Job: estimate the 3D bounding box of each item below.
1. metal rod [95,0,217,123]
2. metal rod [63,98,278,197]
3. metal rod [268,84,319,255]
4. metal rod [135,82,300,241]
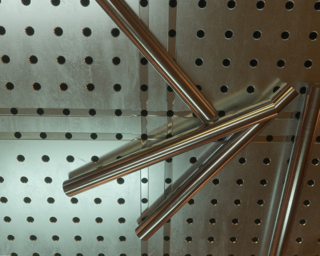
[{"bbox_3d":[-0.034,-0.121,0.368,0.025,0.025,0.300,-39,106,13],"label":"metal rod"},{"bbox_3d":[0.004,0.031,0.412,0.300,0.025,0.025,-23,109,12],"label":"metal rod"},{"bbox_3d":[0.191,0.086,0.446,0.025,0.025,0.298,3,110,-1],"label":"metal rod"},{"bbox_3d":[0.071,0.056,0.434,0.025,0.025,0.299,39,105,-13],"label":"metal rod"}]
